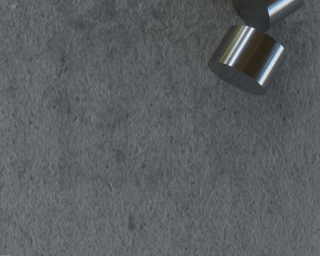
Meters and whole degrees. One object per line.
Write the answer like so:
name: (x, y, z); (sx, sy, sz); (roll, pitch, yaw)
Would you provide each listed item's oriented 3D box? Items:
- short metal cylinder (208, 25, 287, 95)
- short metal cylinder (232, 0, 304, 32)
short metal cylinder: (0.107, -0.082, 0.384); (0.080, 0.080, 0.050); (31, 90, -1)
short metal cylinder: (0.130, -0.167, 0.384); (0.050, 0.080, 0.080); (-35, 90, 0)
